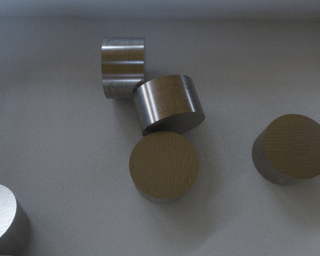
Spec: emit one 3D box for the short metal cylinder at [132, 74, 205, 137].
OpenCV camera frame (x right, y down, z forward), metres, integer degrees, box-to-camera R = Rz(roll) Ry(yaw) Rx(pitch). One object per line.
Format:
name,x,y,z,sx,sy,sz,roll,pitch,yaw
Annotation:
short metal cylinder,0.010,-0.024,0.390,0.081,0.080,0.050,-14,71,-6

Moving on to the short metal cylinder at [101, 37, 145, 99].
short metal cylinder,-0.045,-0.079,0.409,0.050,0.080,0.080,0,70,-1

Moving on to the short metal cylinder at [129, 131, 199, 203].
short metal cylinder,0.005,0.050,0.378,0.081,0.050,0.080,0,70,0

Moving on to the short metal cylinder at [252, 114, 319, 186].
short metal cylinder,0.162,0.029,0.388,0.081,0.050,0.080,0,70,0

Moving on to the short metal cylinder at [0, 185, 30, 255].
short metal cylinder,-0.192,0.108,0.340,0.081,0.050,0.080,1,47,-1
